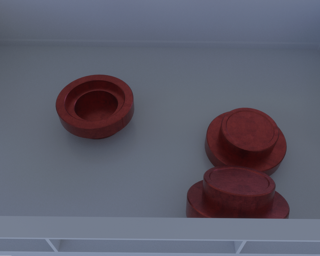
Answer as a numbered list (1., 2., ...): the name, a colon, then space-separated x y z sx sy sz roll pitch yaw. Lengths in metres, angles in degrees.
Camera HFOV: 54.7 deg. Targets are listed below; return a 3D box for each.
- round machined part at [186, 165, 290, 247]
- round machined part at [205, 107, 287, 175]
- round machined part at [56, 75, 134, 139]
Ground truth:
1. round machined part: 0.076 0.069 0.307 0.099 0.042 0.098 2 16 0
2. round machined part: 0.107 0.013 0.385 0.099 0.042 0.098 0 50 0
3. round machined part: -0.083 -0.024 0.413 0.099 0.042 0.098 0 50 0
